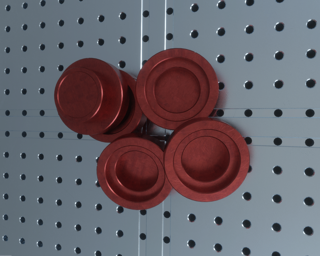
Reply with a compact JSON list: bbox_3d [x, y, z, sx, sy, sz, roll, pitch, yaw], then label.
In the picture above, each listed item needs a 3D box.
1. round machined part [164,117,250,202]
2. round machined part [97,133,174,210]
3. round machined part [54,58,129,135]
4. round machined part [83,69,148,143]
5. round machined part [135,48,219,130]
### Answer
[{"bbox_3d":[0.053,0.035,0.372,0.099,0.042,0.097,0,100,-2],"label":"round machined part"},{"bbox_3d":[-0.028,0.053,0.403,0.098,0.042,0.097,2,104,9],"label":"round machined part"},{"bbox_3d":[-0.092,-0.040,0.390,0.098,0.042,0.097,0,90,19],"label":"round machined part"},{"bbox_3d":[-0.060,-0.030,0.423,0.098,0.042,0.097,0,90,19],"label":"round machined part"},{"bbox_3d":[0.021,-0.046,0.386,0.099,0.042,0.097,0,91,3],"label":"round machined part"}]
